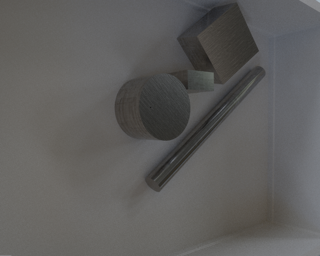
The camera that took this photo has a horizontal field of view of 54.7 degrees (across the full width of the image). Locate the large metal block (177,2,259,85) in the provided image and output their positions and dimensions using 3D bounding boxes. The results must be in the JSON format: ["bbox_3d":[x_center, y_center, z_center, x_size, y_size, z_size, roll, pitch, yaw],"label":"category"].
[{"bbox_3d":[0.085,-0.121,0.452,0.080,0.050,0.080,-43,118,-15],"label":"large metal block"}]

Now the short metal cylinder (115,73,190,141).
[{"bbox_3d":[-0.008,-0.025,0.385,0.081,0.050,0.079,0,90,-40],"label":"short metal cylinder"}]

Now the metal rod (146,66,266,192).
[{"bbox_3d":[0.085,-0.014,0.480,0.302,0.025,0.025,-43,116,-32],"label":"metal rod"}]

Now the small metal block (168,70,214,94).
[{"bbox_3d":[0.038,-0.062,0.424,0.050,0.050,0.025,-3,92,-40],"label":"small metal block"}]
